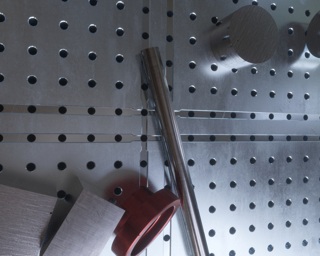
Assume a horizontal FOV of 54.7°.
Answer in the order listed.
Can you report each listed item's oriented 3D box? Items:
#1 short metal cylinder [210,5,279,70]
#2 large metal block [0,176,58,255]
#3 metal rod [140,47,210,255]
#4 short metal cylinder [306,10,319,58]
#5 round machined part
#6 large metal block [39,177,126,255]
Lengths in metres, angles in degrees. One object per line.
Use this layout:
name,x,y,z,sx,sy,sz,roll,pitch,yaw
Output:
short metal cylinder,0.120,-0.127,0.443,0.081,0.050,0.080,0,90,-20
large metal block,-0.166,0.100,0.338,0.080,0.050,0.080,20,84,-19
metal rod,0.022,0.041,0.420,0.025,0.025,0.298,-16,96,-19
short metal cylinder,0.280,-0.148,0.486,0.050,0.080,0.080,0,90,-20
round machined part,-0.023,0.111,0.376,0.042,0.098,0.098,38,75,21
large metal block,-0.090,0.108,0.350,0.050,0.080,0.080,33,79,-16
